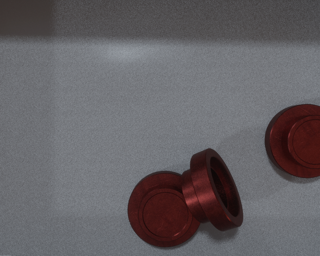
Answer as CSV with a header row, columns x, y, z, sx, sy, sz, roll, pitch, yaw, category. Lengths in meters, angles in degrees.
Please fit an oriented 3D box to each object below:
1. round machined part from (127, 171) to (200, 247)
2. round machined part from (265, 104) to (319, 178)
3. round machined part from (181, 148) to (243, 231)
x,y,z,sx,sy,sz,roll,pitch,yaw,category
0.007,0.107,0.403,0.099,0.042,0.097,0,90,0,round machined part
0.193,0.017,0.404,0.099,0.042,0.097,0,90,0,round machined part
0.061,0.077,0.380,0.042,0.098,0.098,-26,90,22,round machined part
